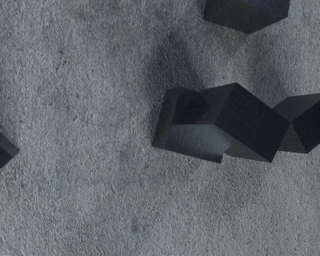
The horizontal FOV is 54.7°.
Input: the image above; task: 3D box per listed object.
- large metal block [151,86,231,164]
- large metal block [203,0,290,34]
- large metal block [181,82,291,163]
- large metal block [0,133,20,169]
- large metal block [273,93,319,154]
[{"bbox_3d":[0.044,-0.003,0.412,0.081,0.050,0.080,16,85,-20],"label":"large metal block"},{"bbox_3d":[0.117,-0.173,0.422,0.081,0.080,0.050,10,87,-20],"label":"large metal block"},{"bbox_3d":[0.084,-0.005,0.357,0.080,0.080,0.050,32,80,-18],"label":"large metal block"},{"bbox_3d":[-0.193,0.015,0.309,0.050,0.080,0.080,-45,104,-14],"label":"large metal block"},{"bbox_3d":[0.201,-0.008,0.454,0.080,0.080,0.050,-33,101,-17],"label":"large metal block"}]
